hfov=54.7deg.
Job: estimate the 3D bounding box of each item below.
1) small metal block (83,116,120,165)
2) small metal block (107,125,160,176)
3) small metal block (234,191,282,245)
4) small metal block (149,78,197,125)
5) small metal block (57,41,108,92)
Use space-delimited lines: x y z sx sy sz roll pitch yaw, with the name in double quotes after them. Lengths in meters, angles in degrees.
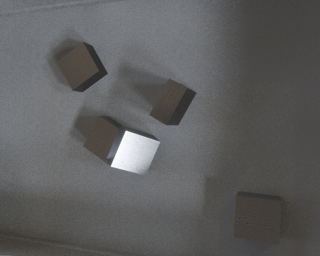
-0.071 0.017 0.434 0.050 0.025 0.050 33 100 16 "small metal block"
-0.035 0.029 0.407 0.050 0.025 0.050 19 99 -26 "small metal block"
0.117 0.106 0.369 0.050 0.025 0.050 3 91 19 "small metal block"
0.018 -0.031 0.390 0.025 0.050 0.050 32 100 17 "small metal block"
-0.112 -0.087 0.449 0.050 0.025 0.050 -32 80 16 "small metal block"
